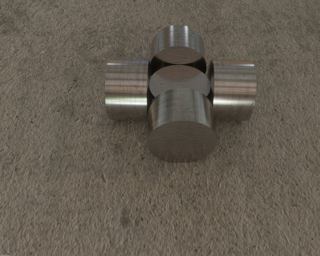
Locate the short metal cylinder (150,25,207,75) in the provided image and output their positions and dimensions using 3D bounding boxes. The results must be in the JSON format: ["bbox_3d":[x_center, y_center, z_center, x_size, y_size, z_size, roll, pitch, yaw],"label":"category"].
[{"bbox_3d":[0.026,-0.102,0.454,0.081,0.080,0.050,1,51,0],"label":"short metal cylinder"}]

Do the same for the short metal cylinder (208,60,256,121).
[{"bbox_3d":[0.091,-0.050,0.412,0.050,0.080,0.080,1,50,1],"label":"short metal cylinder"}]

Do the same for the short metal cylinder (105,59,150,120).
[{"bbox_3d":[-0.040,-0.050,0.411,0.050,0.080,0.080,1,50,1],"label":"short metal cylinder"}]

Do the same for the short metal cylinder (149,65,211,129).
[{"bbox_3d":[0.026,-0.041,0.424,0.081,0.050,0.080,0,50,0],"label":"short metal cylinder"}]

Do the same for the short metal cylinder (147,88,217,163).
[{"bbox_3d":[0.025,-0.001,0.370,0.081,0.080,0.050,0,50,0],"label":"short metal cylinder"}]
